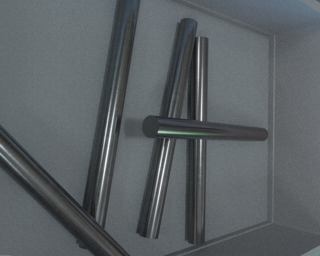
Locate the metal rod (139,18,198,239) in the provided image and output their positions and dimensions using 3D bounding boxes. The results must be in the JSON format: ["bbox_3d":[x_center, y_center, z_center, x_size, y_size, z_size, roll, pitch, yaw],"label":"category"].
[{"bbox_3d":[0.013,-0.006,0.419,0.025,0.025,0.299,18,78,-39],"label":"metal rod"}]

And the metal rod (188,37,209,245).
[{"bbox_3d":[0.056,0.018,0.456,0.025,0.025,0.298,2,89,-40],"label":"metal rod"}]

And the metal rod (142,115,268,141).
[{"bbox_3d":[0.088,0.005,0.452,0.302,0.025,0.025,4,88,-49],"label":"metal rod"}]

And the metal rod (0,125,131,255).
[{"bbox_3d":[-0.120,0.043,0.287,0.025,0.025,0.300,-49,113,-29],"label":"metal rod"}]

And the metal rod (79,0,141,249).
[{"bbox_3d":[-0.056,-0.015,0.360,0.025,0.025,0.298,14,81,-40],"label":"metal rod"}]
